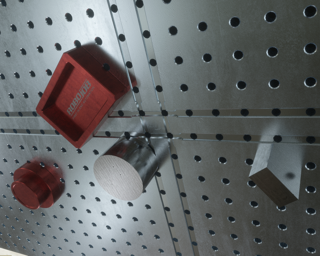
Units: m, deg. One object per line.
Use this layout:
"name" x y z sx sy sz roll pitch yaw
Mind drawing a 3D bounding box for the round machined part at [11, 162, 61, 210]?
"round machined part" -0.247 0.118 0.600 0.098 0.042 0.097 13 124 20

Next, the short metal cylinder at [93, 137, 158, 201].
"short metal cylinder" -0.050 0.060 0.456 0.080 0.050 0.079 13 124 20

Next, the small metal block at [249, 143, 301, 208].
"small metal block" 0.134 0.054 0.357 0.050 0.050 0.025 45 129 -4

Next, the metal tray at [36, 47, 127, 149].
"metal tray" -0.116 -0.039 0.442 0.090 0.030 0.129 43 129 -2
